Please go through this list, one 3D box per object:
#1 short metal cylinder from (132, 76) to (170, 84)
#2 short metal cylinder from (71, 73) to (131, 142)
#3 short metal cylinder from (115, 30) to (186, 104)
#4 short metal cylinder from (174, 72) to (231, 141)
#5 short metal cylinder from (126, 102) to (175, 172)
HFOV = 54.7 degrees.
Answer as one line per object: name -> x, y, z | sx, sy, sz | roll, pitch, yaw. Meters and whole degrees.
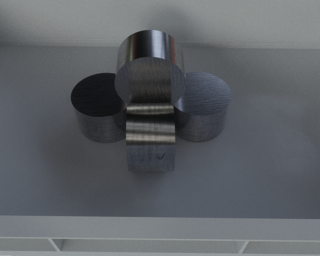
short metal cylinder -> -0.013, -0.088, 0.441 | 0.050, 0.080, 0.080 | -1, 50, -2
short metal cylinder -> -0.071, -0.028, 0.409 | 0.080, 0.050, 0.080 | 0, 50, 0
short metal cylinder -> -0.011, -0.067, 0.366 | 0.081, 0.080, 0.050 | -1, 50, -1
short metal cylinder -> 0.050, -0.029, 0.411 | 0.080, 0.050, 0.080 | 0, 50, 0
short metal cylinder -> -0.010, 0.011, 0.358 | 0.050, 0.080, 0.080 | -1, 50, -2
